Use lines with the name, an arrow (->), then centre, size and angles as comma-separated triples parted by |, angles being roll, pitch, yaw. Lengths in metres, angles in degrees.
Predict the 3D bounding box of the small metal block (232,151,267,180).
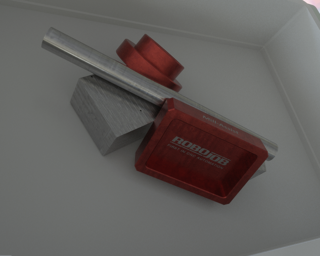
small metal block -> 0.115, 0.043, 0.425 | 0.025, 0.050, 0.050 | 14, 56, -21

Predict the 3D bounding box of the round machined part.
round machined part -> -0.007, -0.086, 0.410 | 0.098, 0.042, 0.098 | 39, 13, -10

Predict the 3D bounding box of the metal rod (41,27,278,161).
metal rod -> 0.011, -0.033, 0.365 | 0.301, 0.025, 0.025 | 26, 53, -13

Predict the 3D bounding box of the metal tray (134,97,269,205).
metal tray -> 0.047, 0.031, 0.366 | 0.131, 0.089, 0.030 | 24, 25, -15

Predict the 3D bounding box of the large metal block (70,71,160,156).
large metal block -> -0.049, -0.024, 0.377 | 0.081, 0.050, 0.080 | -25, 76, -37
